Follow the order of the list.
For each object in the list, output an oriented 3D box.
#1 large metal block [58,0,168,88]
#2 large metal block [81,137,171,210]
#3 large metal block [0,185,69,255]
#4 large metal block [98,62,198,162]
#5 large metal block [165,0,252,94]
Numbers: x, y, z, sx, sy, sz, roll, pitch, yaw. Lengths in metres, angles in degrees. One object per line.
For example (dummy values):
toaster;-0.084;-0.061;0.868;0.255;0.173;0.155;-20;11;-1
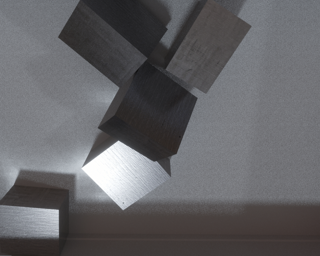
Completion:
large metal block;-0.047;-0.103;0.336;0.080;0.080;0.050;39;129;-13
large metal block;-0.042;0.048;0.415;0.080;0.050;0.080;-36;106;12
large metal block;-0.178;0.133;0.445;0.081;0.050;0.079;6;110;-2
large metal block;-0.013;-0.018;0.364;0.080;0.080;0.050;33;150;-19
large metal block;0.048;-0.094;0.348;0.050;0.080;0.080;29;107;-10
